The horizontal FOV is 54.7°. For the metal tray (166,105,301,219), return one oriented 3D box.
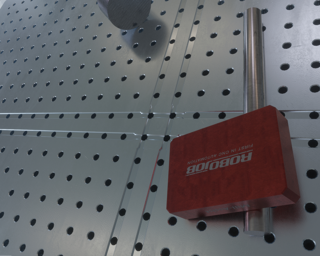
[{"bbox_3d":[0.068,0.039,0.321,0.130,0.030,0.090,-21,51,36],"label":"metal tray"}]

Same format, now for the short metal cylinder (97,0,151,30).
[{"bbox_3d":[-0.063,-0.220,0.541,0.080,0.080,0.050,-38,51,2],"label":"short metal cylinder"}]

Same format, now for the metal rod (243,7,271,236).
[{"bbox_3d":[0.112,-0.030,0.367,0.025,0.025,0.299,-6,59,25],"label":"metal rod"}]
